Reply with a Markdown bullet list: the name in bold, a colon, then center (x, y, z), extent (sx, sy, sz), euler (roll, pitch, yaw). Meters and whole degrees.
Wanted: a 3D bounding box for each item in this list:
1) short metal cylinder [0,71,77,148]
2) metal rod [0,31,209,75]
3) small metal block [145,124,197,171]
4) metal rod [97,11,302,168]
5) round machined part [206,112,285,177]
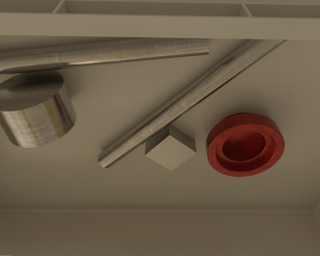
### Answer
- **short metal cylinder**: center (-0.142, -0.024, 0.351), extent (0.080, 0.080, 0.050), euler (-5, 130, 4)
- **metal rod**: center (-0.099, -0.078, 0.340), extent (0.302, 0.025, 0.025), euler (-5, 130, 3)
- **small metal block**: center (0.015, 0.028, 0.433), extent (0.050, 0.025, 0.050), euler (34, 122, -26)
- **metal rod**: center (0.029, -0.031, 0.382), extent (0.299, 0.025, 0.025), euler (-36, 122, 26)
- **round machined part**: center (0.111, 0.018, 0.415), extent (0.099, 0.042, 0.097), euler (-1, 130, 0)
